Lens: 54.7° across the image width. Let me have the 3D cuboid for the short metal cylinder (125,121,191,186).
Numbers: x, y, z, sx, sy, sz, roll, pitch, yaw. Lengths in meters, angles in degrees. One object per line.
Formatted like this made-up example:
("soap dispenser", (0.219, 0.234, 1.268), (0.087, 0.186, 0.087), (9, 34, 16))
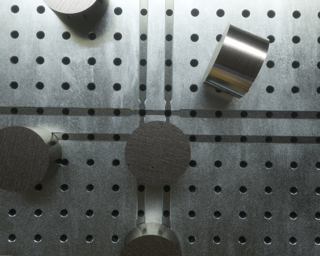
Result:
("short metal cylinder", (-0.003, 0.031, 0.401), (0.081, 0.050, 0.079), (0, 90, -1))

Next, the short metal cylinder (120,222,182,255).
("short metal cylinder", (-0.012, 0.169, 0.401), (0.081, 0.050, 0.079), (0, 90, -1))

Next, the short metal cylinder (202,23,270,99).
("short metal cylinder", (0.093, -0.083, 0.387), (0.050, 0.080, 0.080), (23, 90, -1))

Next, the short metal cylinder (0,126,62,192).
("short metal cylinder", (-0.174, 0.037, 0.399), (0.081, 0.050, 0.079), (0, 90, -1))

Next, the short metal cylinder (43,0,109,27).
("short metal cylinder", (-0.110, -0.178, 0.399), (0.081, 0.050, 0.079), (0, 90, -1))
